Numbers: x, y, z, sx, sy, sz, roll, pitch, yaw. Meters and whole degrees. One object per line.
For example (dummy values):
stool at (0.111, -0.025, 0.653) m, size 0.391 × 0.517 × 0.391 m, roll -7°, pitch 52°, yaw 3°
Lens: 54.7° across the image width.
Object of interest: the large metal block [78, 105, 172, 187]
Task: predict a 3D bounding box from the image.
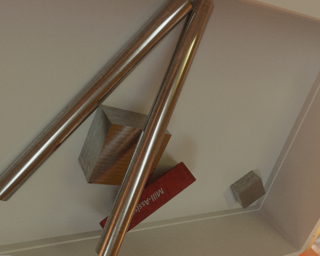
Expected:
large metal block at (-0.045, 0.024, 0.384) m, size 0.081 × 0.050 × 0.079 m, roll 12°, pitch 112°, yaw -34°

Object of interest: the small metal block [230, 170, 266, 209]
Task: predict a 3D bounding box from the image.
small metal block at (0.163, 0.114, 0.571) m, size 0.050 × 0.025 × 0.050 m, roll -34°, pitch 129°, yaw -6°

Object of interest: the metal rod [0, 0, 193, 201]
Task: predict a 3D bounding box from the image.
metal rod at (-0.078, -0.032, 0.346) m, size 0.300 × 0.025 × 0.025 m, roll -45°, pitch 130°, yaw 3°

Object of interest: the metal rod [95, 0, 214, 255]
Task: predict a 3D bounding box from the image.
metal rod at (-0.005, -0.002, 0.345) m, size 0.025 × 0.025 × 0.299 m, roll 23°, pitch 87°, yaw -37°

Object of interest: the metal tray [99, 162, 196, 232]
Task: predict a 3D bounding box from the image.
metal tray at (-0.013, 0.100, 0.429) m, size 0.130 × 0.030 × 0.090 m, roll -36°, pitch 169°, yaw -4°
